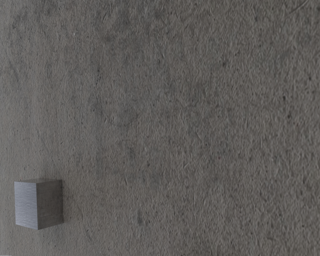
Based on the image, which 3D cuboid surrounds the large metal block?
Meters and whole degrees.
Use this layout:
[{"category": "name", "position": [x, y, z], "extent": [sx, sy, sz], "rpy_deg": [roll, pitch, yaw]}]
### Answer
[{"category": "large metal block", "position": [-0.225, 0.138, 0.575], "extent": [0.080, 0.050, 0.080], "rpy_deg": [-5, 87, 40]}]
